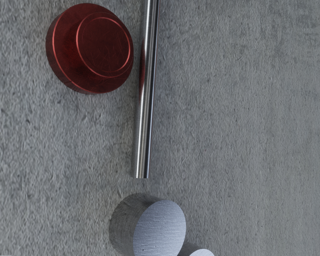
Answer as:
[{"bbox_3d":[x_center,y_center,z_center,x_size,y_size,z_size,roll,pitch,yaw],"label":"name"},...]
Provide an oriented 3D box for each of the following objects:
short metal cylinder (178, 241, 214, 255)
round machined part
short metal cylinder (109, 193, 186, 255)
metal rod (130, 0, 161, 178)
[{"bbox_3d":[0.033,0.197,0.419,0.081,0.050,0.079,0,90,-40],"label":"short metal cylinder"},{"bbox_3d":[-0.068,-0.086,0.338,0.099,0.042,0.097,0,90,-40],"label":"round machined part"},{"bbox_3d":[-0.015,0.124,0.379,0.081,0.050,0.079,0,90,-40],"label":"short metal cylinder"},{"bbox_3d":[-0.016,-0.088,0.393,0.025,0.025,0.298,6,86,-40],"label":"metal rod"}]
